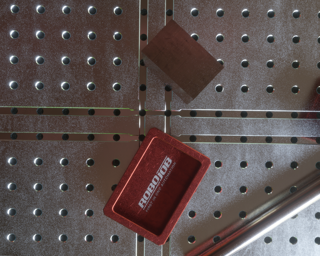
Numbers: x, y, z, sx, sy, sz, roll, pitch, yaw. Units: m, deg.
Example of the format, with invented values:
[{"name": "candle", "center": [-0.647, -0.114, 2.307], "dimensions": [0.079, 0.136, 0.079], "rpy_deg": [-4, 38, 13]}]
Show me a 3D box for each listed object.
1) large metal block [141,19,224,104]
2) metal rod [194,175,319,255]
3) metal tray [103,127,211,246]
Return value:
[{"name": "large metal block", "center": [0.025, -0.077, 0.386], "dimensions": [0.080, 0.080, 0.050], "rpy_deg": [43, 90, -1]}, {"name": "metal rod", "center": [0.167, 0.110, 0.415], "dimensions": [0.301, 0.025, 0.025], "rpy_deg": [-33, 90, -1]}, {"name": "metal tray", "center": [-0.004, 0.075, 0.410], "dimensions": [0.090, 0.030, 0.130], "rpy_deg": [30, 90, -1]}]
